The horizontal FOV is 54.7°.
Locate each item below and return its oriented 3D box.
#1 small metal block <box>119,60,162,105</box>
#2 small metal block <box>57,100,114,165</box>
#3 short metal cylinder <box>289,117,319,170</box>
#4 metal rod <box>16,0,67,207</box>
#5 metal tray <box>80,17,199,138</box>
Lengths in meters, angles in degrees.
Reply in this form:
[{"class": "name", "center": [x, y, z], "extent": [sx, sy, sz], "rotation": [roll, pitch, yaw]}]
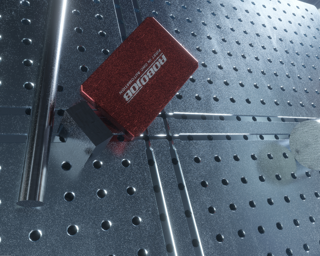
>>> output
[{"class": "small metal block", "center": [-0.027, -0.061, 0.416], "extent": [0.050, 0.050, 0.025], "rotation": [22, 54, -16]}, {"class": "small metal block", "center": [-0.084, 0.006, 0.344], "extent": [0.050, 0.050, 0.025], "rotation": [49, 51, 6]}, {"class": "short metal cylinder", "center": [0.261, 0.023, 0.503], "extent": [0.050, 0.080, 0.080], "rotation": [-11, 67, -33]}, {"class": "metal rod", "center": [-0.135, -0.057, 0.370], "extent": [0.025, 0.025, 0.299], "rotation": [10, 58, -24]}, {"class": "metal tray", "center": [-0.024, -0.063, 0.390], "extent": [0.090, 0.030, 0.130], "rotation": [43, 75, -11]}]
